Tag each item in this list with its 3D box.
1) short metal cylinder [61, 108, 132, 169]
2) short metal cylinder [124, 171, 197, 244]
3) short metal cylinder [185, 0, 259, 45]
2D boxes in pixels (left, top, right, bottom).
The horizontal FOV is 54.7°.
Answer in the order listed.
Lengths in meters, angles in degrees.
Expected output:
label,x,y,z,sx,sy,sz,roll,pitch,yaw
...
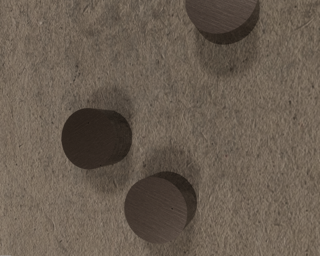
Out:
label,x,y,z,sx,sy,sz,roll,pitch,yaw
short metal cylinder,-0.086,0.014,0.425,0.080,0.050,0.079,0,90,19
short metal cylinder,0.002,0.098,0.394,0.080,0.050,0.079,0,90,19
short metal cylinder,0.076,-0.145,0.369,0.080,0.050,0.079,0,90,19
